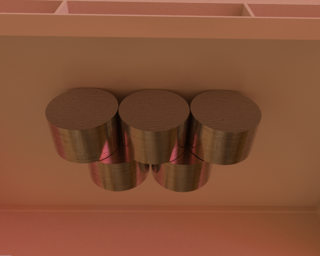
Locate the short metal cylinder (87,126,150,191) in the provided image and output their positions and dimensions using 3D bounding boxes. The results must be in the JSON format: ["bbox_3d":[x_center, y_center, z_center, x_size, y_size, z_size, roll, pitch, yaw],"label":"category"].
[{"bbox_3d":[-0.053,0.034,0.399,0.081,0.080,0.050,1,130,-1],"label":"short metal cylinder"}]

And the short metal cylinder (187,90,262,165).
[{"bbox_3d":[0.074,-0.002,0.369,0.081,0.080,0.050,1,130,-1],"label":"short metal cylinder"}]

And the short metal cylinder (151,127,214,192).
[{"bbox_3d":[0.029,0.036,0.401,0.081,0.080,0.050,1,130,-1],"label":"short metal cylinder"}]

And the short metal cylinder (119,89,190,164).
[{"bbox_3d":[-0.007,-0.003,0.368,0.081,0.080,0.050,1,130,-1],"label":"short metal cylinder"}]

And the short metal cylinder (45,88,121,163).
[{"bbox_3d":[-0.088,-0.004,0.366,0.081,0.080,0.050,1,130,-1],"label":"short metal cylinder"}]
